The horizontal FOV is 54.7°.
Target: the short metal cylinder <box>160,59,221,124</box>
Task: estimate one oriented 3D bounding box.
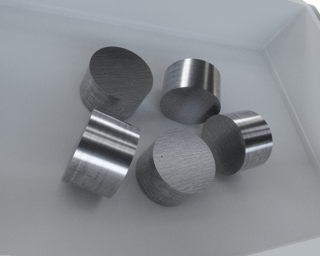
[{"bbox_3d":[0.043,-0.048,0.424,0.080,0.080,0.050,20,54,-17],"label":"short metal cylinder"}]

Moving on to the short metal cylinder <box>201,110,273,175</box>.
[{"bbox_3d":[0.100,0.018,0.413,0.050,0.080,0.080,-9,67,-33],"label":"short metal cylinder"}]

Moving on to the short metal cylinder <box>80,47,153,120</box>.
[{"bbox_3d":[-0.056,-0.055,0.392,0.081,0.050,0.080,14,56,-21],"label":"short metal cylinder"}]

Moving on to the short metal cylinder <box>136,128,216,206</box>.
[{"bbox_3d":[0.018,0.047,0.370,0.081,0.050,0.080,14,56,-21],"label":"short metal cylinder"}]

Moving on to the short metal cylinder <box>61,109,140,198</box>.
[{"bbox_3d":[-0.061,0.026,0.320,0.050,0.080,0.080,24,53,-14],"label":"short metal cylinder"}]
